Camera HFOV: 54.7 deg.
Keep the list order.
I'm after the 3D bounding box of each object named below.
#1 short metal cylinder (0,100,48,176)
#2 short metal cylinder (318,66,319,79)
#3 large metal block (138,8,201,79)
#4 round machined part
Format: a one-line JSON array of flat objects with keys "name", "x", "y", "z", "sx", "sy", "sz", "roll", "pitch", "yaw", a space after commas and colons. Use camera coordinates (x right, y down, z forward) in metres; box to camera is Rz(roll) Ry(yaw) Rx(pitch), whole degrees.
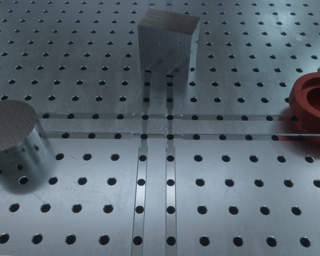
[{"name": "short metal cylinder", "x": -0.186, "y": 0.011, "z": 0.380, "sx": 0.081, "sy": 0.050, "sz": 0.080, "roll": 0, "pitch": 50, "yaw": 0}, {"name": "short metal cylinder", "x": 0.293, "y": -0.096, "z": 0.474, "sx": 0.081, "sy": 0.050, "sz": 0.080, "roll": 0, "pitch": 50, "yaw": 0}, {"name": "large metal block", "x": 0.014, "y": -0.130, "z": 0.481, "sx": 0.080, "sy": 0.080, "sz": 0.050, "roll": 14, "pitch": 52, "yaw": 12}, {"name": "round machined part", "x": 0.226, "y": -0.029, "z": 0.422, "sx": 0.099, "sy": 0.042, "sz": 0.098, "roll": 0, "pitch": 50, "yaw": 0}]
